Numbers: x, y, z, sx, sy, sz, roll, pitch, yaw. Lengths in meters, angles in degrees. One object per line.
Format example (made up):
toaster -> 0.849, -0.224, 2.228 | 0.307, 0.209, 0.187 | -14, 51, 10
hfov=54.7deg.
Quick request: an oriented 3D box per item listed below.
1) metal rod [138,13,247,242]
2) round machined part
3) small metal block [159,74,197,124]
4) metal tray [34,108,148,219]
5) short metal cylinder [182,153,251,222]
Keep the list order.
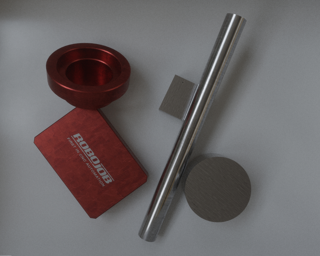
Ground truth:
metal rod -> 0.037, 0.007, 0.388 | 0.025, 0.025, 0.298 | 21, 99, -1
round machined part -> -0.087, -0.061, 0.385 | 0.099, 0.042, 0.098 | 7, 46, -7
small metal block -> 0.032, -0.036, 0.412 | 0.050, 0.025, 0.050 | 25, 90, -1
metal tray -> -0.088, 0.040, 0.408 | 0.090, 0.030, 0.130 | -37, 90, -1
short metal cylinder -> 0.070, 0.074, 0.400 | 0.081, 0.050, 0.079 | 0, 90, -1
